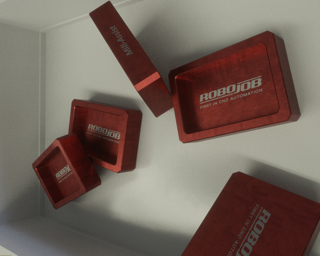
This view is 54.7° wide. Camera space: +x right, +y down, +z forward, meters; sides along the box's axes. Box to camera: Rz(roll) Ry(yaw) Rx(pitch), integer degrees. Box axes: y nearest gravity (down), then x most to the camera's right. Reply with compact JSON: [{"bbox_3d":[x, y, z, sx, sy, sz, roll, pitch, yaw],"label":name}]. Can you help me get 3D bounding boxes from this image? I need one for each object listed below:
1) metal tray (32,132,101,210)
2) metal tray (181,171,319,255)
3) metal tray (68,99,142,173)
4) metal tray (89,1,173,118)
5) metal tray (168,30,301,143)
[{"bbox_3d":[-0.154,0.073,0.499,0.129,0.030,0.090,-34,84,45],"label":"metal tray"},{"bbox_3d":[0.080,0.112,0.286,0.090,0.030,0.130,20,62,38],"label":"metal tray"},{"bbox_3d":[-0.089,0.008,0.474,0.130,0.030,0.089,13,98,38],"label":"metal tray"},{"bbox_3d":[-0.033,-0.084,0.388,0.030,0.090,0.130,-33,67,2],"label":"metal tray"},{"bbox_3d":[0.074,-0.038,0.340,0.130,0.030,0.090,-15,80,38],"label":"metal tray"}]
